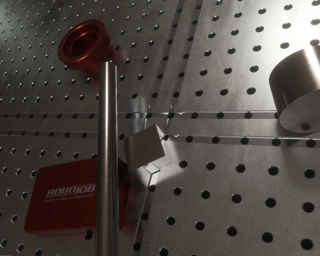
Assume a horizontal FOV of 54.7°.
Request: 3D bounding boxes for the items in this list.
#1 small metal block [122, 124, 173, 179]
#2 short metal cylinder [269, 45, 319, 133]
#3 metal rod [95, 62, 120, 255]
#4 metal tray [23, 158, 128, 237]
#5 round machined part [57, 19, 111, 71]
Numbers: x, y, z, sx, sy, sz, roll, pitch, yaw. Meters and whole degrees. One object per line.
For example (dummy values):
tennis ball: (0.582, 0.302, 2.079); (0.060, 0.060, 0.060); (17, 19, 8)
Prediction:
small metal block: (-0.017, 0.030, 0.397); (0.050, 0.025, 0.050); (-26, 53, 11)
short metal cylinder: (0.157, -0.037, 0.313); (0.080, 0.080, 0.050); (-15, 56, 20)
metal rod: (-0.064, 0.034, 0.380); (0.025, 0.025, 0.299); (-18, 54, 17)
metal tray: (-0.109, 0.090, 0.405); (0.130, 0.030, 0.090); (-11, 57, 21)
round machined part: (-0.128, -0.141, 0.549); (0.098, 0.042, 0.098); (-13, 56, 20)
